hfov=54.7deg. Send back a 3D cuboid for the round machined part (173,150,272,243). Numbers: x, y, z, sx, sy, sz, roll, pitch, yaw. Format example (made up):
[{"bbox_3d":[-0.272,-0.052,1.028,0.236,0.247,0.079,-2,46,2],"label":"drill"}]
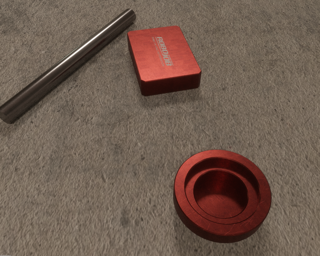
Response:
[{"bbox_3d":[0.063,0.074,0.331,0.099,0.042,0.098,0,50,0],"label":"round machined part"}]

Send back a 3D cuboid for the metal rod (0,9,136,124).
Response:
[{"bbox_3d":[-0.132,-0.113,0.496,0.025,0.025,0.301,25,54,19],"label":"metal rod"}]

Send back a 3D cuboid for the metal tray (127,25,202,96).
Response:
[{"bbox_3d":[0.003,-0.111,0.493,0.091,0.030,0.130,-10,51,-9],"label":"metal tray"}]
